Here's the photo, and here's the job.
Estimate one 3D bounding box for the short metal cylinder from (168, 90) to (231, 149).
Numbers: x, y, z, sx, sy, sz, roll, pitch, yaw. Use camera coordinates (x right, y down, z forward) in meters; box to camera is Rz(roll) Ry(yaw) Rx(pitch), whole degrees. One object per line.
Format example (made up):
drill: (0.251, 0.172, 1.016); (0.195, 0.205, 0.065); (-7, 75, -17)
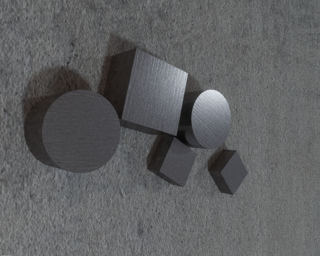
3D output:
short metal cylinder: (0.054, -0.012, 0.434); (0.081, 0.050, 0.080); (0, 90, -40)

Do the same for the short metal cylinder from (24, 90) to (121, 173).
short metal cylinder: (-0.088, 0.003, 0.315); (0.081, 0.050, 0.080); (0, 90, -40)

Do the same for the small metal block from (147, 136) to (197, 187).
small metal block: (0.018, 0.045, 0.419); (0.050, 0.025, 0.050); (38, 67, -34)

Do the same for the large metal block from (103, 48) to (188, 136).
large metal block: (-0.019, -0.039, 0.372); (0.080, 0.050, 0.080); (18, 79, -39)

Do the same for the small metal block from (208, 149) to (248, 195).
small metal block: (0.110, 0.070, 0.497); (0.050, 0.025, 0.050); (-46, 118, -30)
